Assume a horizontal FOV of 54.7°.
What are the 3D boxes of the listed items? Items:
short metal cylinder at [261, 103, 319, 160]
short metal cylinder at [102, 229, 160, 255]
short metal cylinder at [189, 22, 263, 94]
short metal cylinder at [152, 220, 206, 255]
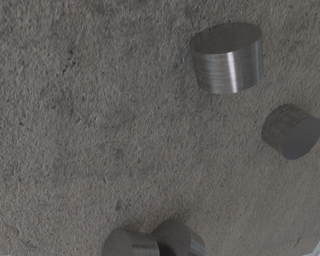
[{"bbox_3d":[0.217,0.006,0.512,0.081,0.050,0.079,-14,124,-21],"label":"short metal cylinder"},{"bbox_3d":[-0.046,0.197,0.468,0.050,0.080,0.080,22,106,-36],"label":"short metal cylinder"},{"bbox_3d":[0.078,-0.083,0.362,0.080,0.080,0.050,-26,128,-12],"label":"short metal cylinder"},{"bbox_3d":[0.027,0.199,0.509,0.080,0.080,0.050,-42,129,1],"label":"short metal cylinder"}]
